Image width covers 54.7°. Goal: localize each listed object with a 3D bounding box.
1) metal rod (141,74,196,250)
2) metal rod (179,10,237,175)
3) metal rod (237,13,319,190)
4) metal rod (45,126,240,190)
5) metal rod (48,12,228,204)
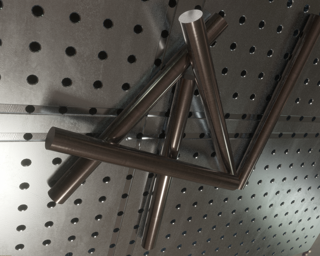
[{"bbox_3d":[0.008,0.066,0.457,0.025,0.025,0.298,-3,120,-28],"label":"metal rod"},{"bbox_3d":[0.075,-0.018,0.422,0.025,0.025,0.299,-32,135,-8],"label":"metal rod"},{"bbox_3d":[0.182,-0.028,0.495,0.025,0.025,0.298,4,116,-31],"label":"metal rod"},{"bbox_3d":[0.002,0.049,0.410,0.302,0.025,0.025,19,108,-36],"label":"metal rod"},{"bbox_3d":[-0.030,-0.021,0.383,0.300,0.025,0.025,-47,130,4],"label":"metal rod"}]
